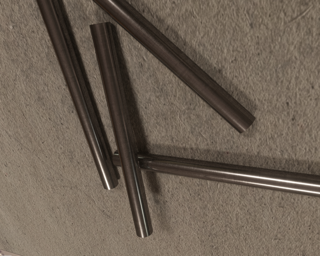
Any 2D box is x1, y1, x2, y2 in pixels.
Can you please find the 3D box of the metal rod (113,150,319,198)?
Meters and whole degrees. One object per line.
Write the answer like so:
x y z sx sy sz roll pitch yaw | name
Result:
0.072 0.057 0.403 0.301 0.025 0.025 5 121 25 | metal rod

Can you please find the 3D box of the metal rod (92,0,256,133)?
-0.013 -0.103 0.348 0.300 0.025 0.025 42 129 -1 | metal rod

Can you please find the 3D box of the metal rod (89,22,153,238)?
-0.047 0.015 0.413 0.025 0.025 0.298 0 111 28 | metal rod

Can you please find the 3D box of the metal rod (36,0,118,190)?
-0.111 -0.038 0.439 0.025 0.025 0.298 1 119 27 | metal rod
